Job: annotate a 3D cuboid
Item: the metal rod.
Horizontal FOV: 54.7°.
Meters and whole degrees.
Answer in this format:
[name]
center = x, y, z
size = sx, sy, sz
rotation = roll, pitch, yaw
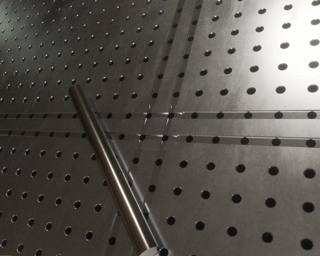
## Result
[metal rod]
center = -0.076, 0.036, 0.424
size = 0.025, 0.025, 0.300
rotation = -36, 51, 4
